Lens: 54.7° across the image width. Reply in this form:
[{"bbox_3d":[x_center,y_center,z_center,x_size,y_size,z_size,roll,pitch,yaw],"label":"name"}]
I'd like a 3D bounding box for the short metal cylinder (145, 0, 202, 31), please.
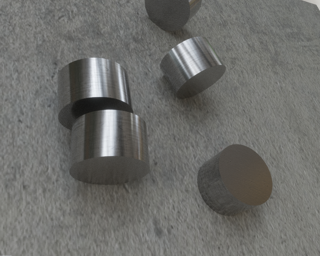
[{"bbox_3d":[0.022,-0.209,0.510,0.080,0.080,0.050,38,51,-3],"label":"short metal cylinder"}]

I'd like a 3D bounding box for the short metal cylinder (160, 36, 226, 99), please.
[{"bbox_3d":[0.047,-0.086,0.448,0.081,0.080,0.050,-18,71,-35],"label":"short metal cylinder"}]

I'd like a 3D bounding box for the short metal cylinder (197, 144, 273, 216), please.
[{"bbox_3d":[0.096,0.068,0.400,0.081,0.050,0.080,14,56,-21],"label":"short metal cylinder"}]

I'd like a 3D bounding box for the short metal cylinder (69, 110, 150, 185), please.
[{"bbox_3d":[-0.053,0.023,0.327,0.081,0.080,0.050,8,58,-24],"label":"short metal cylinder"}]

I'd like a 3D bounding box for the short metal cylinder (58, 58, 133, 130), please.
[{"bbox_3d":[-0.073,-0.034,0.351,0.081,0.080,0.050,4,60,-27],"label":"short metal cylinder"}]
